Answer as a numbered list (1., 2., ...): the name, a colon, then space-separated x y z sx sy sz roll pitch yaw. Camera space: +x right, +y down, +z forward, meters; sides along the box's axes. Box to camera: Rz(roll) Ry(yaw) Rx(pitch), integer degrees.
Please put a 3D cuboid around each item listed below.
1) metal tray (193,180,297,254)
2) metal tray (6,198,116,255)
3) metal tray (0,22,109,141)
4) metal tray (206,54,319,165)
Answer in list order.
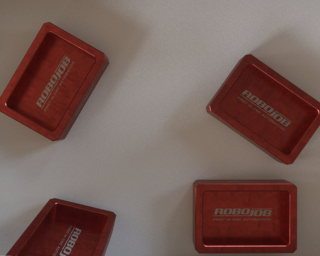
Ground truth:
1. metal tray: 0.110 0.116 0.410 0.131 0.030 0.089 0 90 -1
2. metal tray: -0.109 0.135 0.356 0.091 0.130 0.030 14 108 0
3. metal tray: -0.138 -0.059 0.406 0.090 0.030 0.130 30 90 -1
4. metal tray: 0.140 -0.024 0.410 0.130 0.030 0.090 35 90 -1
